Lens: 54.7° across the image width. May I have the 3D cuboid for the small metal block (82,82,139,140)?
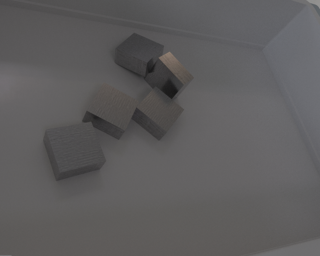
[{"bbox_3d":[-0.061,-0.021,0.386,0.050,0.025,0.050,28,52,-10],"label":"small metal block"}]

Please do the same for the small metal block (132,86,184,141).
[{"bbox_3d":[-0.004,-0.020,0.416,0.050,0.025,0.050,39,51,-2],"label":"small metal block"}]

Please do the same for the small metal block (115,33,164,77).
[{"bbox_3d":[-0.029,-0.106,0.445,0.050,0.025,0.050,27,50,11],"label":"small metal block"}]

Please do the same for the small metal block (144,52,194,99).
[{"bbox_3d":[0.012,-0.070,0.438,0.050,0.050,0.025,48,51,5],"label":"small metal block"}]

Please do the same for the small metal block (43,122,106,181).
[{"bbox_3d":[-0.094,0.025,0.340,0.050,0.025,0.050,-12,68,-33],"label":"small metal block"}]
